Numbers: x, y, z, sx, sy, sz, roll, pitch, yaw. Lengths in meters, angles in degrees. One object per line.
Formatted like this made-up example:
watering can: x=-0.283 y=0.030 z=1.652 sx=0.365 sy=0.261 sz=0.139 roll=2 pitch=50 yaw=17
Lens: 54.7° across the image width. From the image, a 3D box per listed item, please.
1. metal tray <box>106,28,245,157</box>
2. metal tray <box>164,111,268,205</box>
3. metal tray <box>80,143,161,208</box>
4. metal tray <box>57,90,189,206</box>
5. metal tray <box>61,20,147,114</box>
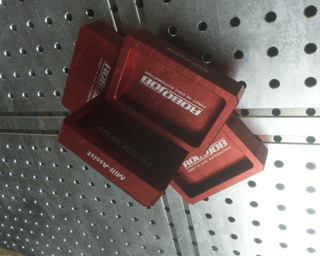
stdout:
metal tray: x=0.012 y=-0.037 z=0.338 sx=0.130 sy=0.030 sz=0.089 roll=31 pitch=128 yaw=7
metal tray: x=0.057 y=0.038 z=0.398 sx=0.090 sy=0.030 sz=0.129 roll=47 pitch=129 yaw=-6
metal tray: x=-0.056 y=0.058 z=0.447 sx=0.130 sy=0.030 sz=0.090 roll=36 pitch=154 yaw=3
metal tray: x=-0.038 y=0.018 z=0.359 sx=0.130 sy=0.090 sz=0.030 roll=35 pitch=129 yaw=4
metal tray: x=-0.073 y=-0.060 z=0.407 sx=0.090 sy=0.030 sz=0.129 roll=33 pitch=129 yaw=5
